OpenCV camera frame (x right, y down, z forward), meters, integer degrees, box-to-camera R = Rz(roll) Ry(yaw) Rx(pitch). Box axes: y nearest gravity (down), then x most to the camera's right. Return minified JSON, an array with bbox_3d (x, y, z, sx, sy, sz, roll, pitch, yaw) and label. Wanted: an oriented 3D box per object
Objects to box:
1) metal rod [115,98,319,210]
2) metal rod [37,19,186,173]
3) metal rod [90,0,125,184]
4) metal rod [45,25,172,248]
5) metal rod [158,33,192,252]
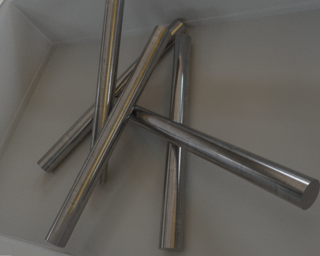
[{"bbox_3d":[0.024,0.008,0.345,0.025,0.025,0.300,-53,39,-10],"label":"metal rod"},{"bbox_3d":[-0.070,-0.051,0.471,0.300,0.025,0.025,-47,52,-6],"label":"metal rod"},{"bbox_3d":[-0.069,-0.077,0.412,0.025,0.025,0.298,4,88,30],"label":"metal rod"},{"bbox_3d":[-0.058,0.000,0.389,0.025,0.025,0.299,17,75,34],"label":"metal rod"},{"bbox_3d":[0.023,-0.004,0.394,0.025,0.025,0.299,-9,58,23],"label":"metal rod"}]
